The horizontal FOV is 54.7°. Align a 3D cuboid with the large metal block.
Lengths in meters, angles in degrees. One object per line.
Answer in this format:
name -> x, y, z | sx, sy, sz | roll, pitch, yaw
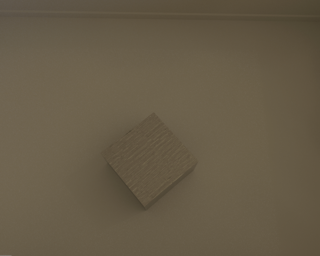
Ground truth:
large metal block -> -0.012, 0.042, 0.381 | 0.080, 0.050, 0.080 | -38, 75, -13
